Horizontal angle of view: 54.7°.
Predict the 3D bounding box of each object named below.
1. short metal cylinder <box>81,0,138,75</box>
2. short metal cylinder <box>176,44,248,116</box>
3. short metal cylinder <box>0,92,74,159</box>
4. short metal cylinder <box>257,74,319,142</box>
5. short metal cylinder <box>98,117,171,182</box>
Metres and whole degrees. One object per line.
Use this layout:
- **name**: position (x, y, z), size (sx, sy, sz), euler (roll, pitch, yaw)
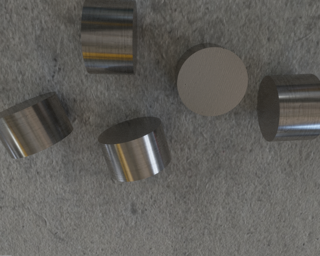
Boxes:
- **short metal cylinder**: position (-0.053, -0.099, 0.343), size (0.050, 0.080, 0.079), euler (1, 110, -1)
- **short metal cylinder**: position (0.060, -0.060, 0.375), size (0.081, 0.050, 0.079), euler (0, 110, -1)
- **short metal cylinder**: position (-0.154, -0.005, 0.376), size (0.080, 0.080, 0.050), euler (-19, 109, 6)
- **short metal cylinder**: position (0.155, -0.024, 0.374), size (0.050, 0.080, 0.079), euler (-3, 110, 1)
- **short metal cylinder**: position (-0.031, 0.024, 0.389), size (0.080, 0.080, 0.050), euler (-14, 110, 5)
